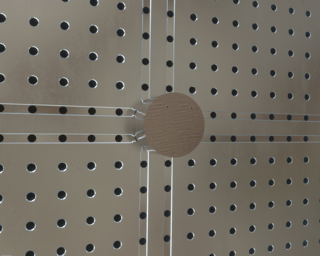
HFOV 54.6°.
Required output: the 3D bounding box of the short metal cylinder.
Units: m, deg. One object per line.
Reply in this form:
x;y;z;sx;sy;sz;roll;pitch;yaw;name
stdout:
0.010;-0.004;0.403;0.081;0.050;0.080;0;90;-20;short metal cylinder
